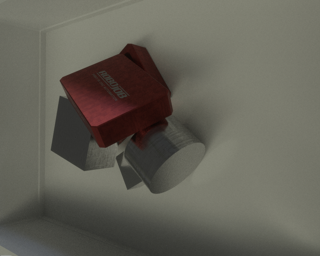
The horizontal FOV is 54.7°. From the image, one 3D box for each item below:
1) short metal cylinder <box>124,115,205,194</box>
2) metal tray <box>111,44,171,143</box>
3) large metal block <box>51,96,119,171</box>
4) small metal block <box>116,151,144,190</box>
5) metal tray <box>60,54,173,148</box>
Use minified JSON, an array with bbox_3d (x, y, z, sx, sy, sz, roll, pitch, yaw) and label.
[{"bbox_3d":[0.006,0.031,0.363,0.050,0.081,0.080,47,118,29],"label":"short metal cylinder"},{"bbox_3d":[-0.053,-0.043,0.443,0.129,0.030,0.090,-41,66,32],"label":"metal tray"},{"bbox_3d":[-0.101,0.005,0.427,0.080,0.050,0.079,21,103,37],"label":"large metal block"},{"bbox_3d":[-0.029,0.051,0.427,0.050,0.025,0.050,-35,68,34],"label":"small metal block"},{"bbox_3d":[-0.056,-0.039,0.368,0.130,0.091,0.030,45,156,46],"label":"metal tray"}]
